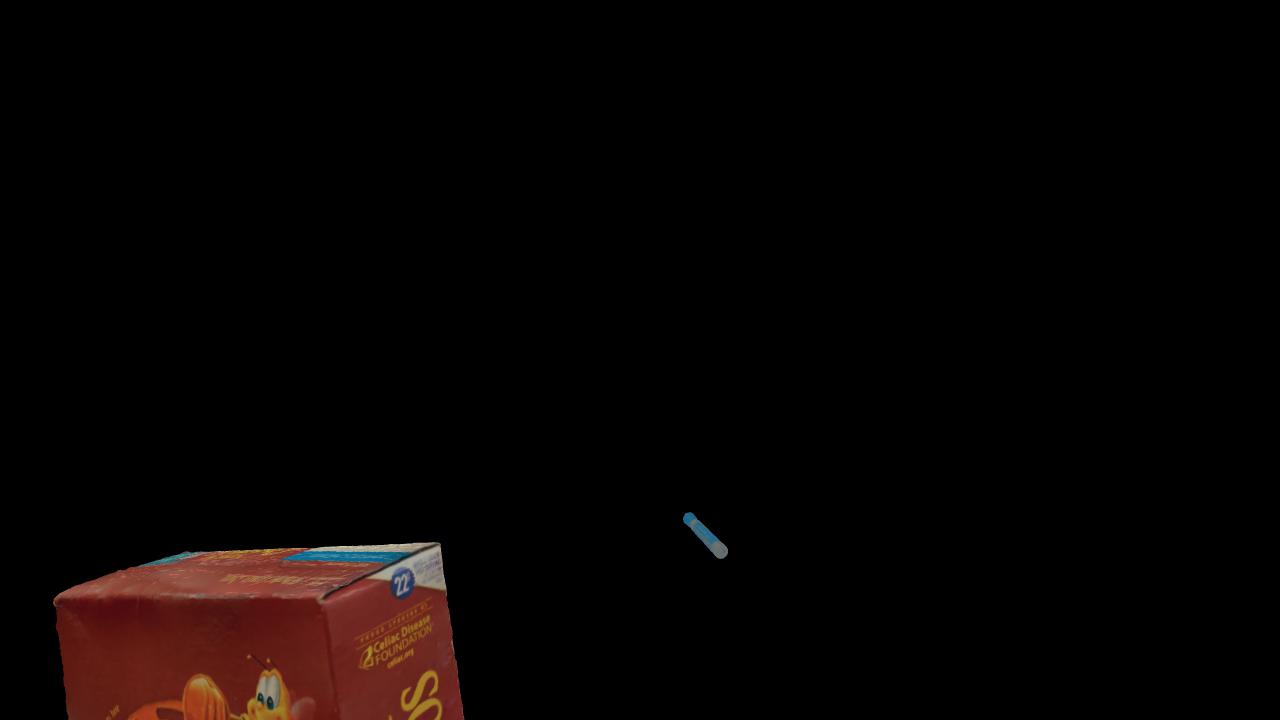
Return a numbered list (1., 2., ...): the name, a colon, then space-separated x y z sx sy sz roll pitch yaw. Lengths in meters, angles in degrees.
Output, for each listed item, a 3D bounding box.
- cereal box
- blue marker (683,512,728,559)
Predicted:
1. cereal box: -0.174 0.249 0.300 0.203 0.306 0.081 -10 -3 23
2. blue marker: 0.089 0.242 0.857 0.020 0.020 0.121 0 8 -18
